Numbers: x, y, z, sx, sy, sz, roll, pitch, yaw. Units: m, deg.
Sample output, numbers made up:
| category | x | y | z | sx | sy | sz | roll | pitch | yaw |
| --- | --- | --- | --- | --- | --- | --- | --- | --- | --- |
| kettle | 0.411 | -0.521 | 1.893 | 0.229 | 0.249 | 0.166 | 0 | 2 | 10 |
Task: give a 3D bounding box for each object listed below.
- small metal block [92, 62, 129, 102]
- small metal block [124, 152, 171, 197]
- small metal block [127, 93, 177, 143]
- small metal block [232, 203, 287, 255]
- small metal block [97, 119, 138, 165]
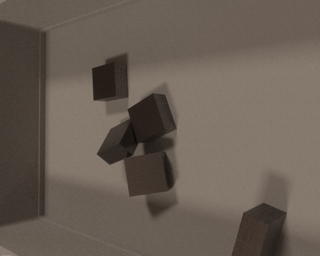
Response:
| category | x | y | z | sx | sy | sz | roll | pitch | yaw |
| --- | --- | --- | --- | --- | --- | --- | --- | --- | --- |
| small metal block | -0.075 | -0.068 | 0.467 | 0.050 | 0.025 | 0.050 | -5 | 87 | 39 |
| small metal block | -0.016 | 0.060 | 0.404 | 0.050 | 0.025 | 0.050 | -11 | 84 | 11 |
| small metal block | -0.011 | -0.012 | 0.414 | 0.050 | 0.025 | 0.050 | -28 | 72 | 36 |
| small metal block | 0.099 | 0.107 | 0.308 | 0.025 | 0.050 | 0.050 | 20 | 103 | 38 |
| small metal block | -0.054 | 0.019 | 0.430 | 0.050 | 0.025 | 0.050 | -25 | 31 | 39 |
